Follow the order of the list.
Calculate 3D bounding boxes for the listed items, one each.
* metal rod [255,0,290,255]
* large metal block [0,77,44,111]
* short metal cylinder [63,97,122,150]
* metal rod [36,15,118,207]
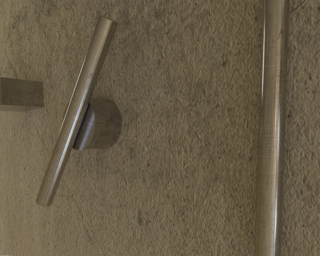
[{"bbox_3d":[0.112,0.014,0.312,0.025,0.025,0.298,3,92,40],"label":"metal rod"},{"bbox_3d":[-0.286,-0.063,0.606,0.080,0.081,0.050,-7,86,40],"label":"large metal block"},{"bbox_3d":[-0.105,-0.007,0.475,0.080,0.050,0.079,0,90,40],"label":"short metal cylinder"},{"bbox_3d":[-0.124,-0.011,0.442,0.025,0.025,0.298,38,113,33],"label":"metal rod"}]
